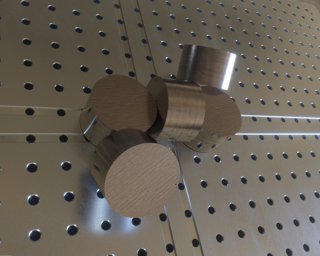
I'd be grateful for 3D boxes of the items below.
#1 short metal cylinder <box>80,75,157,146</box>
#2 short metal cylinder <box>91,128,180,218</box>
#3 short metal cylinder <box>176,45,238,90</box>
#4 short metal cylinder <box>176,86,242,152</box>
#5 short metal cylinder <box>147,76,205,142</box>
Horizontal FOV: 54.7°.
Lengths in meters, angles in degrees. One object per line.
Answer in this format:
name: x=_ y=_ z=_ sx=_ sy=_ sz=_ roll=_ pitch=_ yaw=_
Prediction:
short metal cylinder: x=-0.051 y=-0.017 z=0.376 sx=0.081 sy=0.050 sz=0.080 roll=14 pitch=56 yaw=-21
short metal cylinder: x=-0.026 y=0.046 z=0.325 sx=0.081 sy=0.050 sz=0.079 roll=-9 pitch=110 yaw=-25
short metal cylinder: x=0.068 y=-0.089 z=0.457 sx=0.081 sy=0.080 sz=0.050 roll=8 pitch=100 yaw=-24
short metal cylinder: x=0.067 y=-0.012 z=0.436 sx=0.081 sy=0.050 sz=0.080 roll=14 pitch=56 yaw=-21
short metal cylinder: x=0.014 y=-0.023 z=0.396 sx=0.050 sy=0.080 sz=0.080 roll=5 pitch=60 yaw=-26
